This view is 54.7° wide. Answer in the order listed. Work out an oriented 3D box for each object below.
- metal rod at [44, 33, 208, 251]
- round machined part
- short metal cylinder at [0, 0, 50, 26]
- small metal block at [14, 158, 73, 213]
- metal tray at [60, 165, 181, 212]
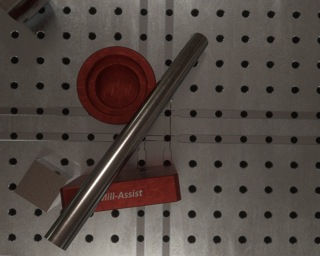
[{"bbox_3d":[-0.023,-0.004,0.354,0.025,0.025,0.300,34,66,0],"label":"metal rod"},{"bbox_3d":[-0.054,-0.053,0.404,0.099,0.042,0.097,0,90,-1],"label":"round machined part"},{"bbox_3d":[-0.185,-0.175,0.383,0.080,0.080,0.050,45,90,-1],"label":"short metal cylinder"},{"bbox_3d":[-0.154,0.075,0.411,0.050,0.025,0.050,33,90,-1],"label":"small metal block"},{"bbox_3d":[-0.043,0.073,0.380,0.131,0.090,0.030,-7,90,-1],"label":"metal tray"}]
